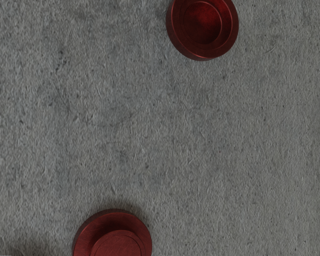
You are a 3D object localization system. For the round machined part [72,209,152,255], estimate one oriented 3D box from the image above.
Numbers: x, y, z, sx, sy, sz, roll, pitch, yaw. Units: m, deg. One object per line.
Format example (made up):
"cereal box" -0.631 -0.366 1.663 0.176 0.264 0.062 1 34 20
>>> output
"round machined part" -0.056 0.153 0.380 0.099 0.042 0.097 0 90 -20

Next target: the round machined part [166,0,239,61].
"round machined part" 0.053 -0.139 0.419 0.099 0.042 0.097 0 90 -20
